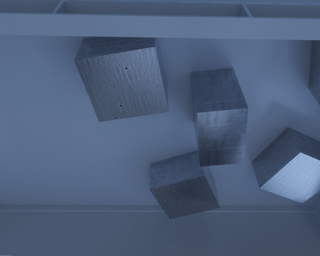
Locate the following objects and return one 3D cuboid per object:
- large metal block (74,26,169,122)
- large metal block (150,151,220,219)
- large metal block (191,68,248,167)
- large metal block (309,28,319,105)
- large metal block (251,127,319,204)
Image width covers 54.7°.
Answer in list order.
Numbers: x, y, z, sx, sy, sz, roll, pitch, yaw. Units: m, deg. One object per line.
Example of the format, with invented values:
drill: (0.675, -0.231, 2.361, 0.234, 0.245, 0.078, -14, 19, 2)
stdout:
large metal block: (-0.037, -0.058, 0.343, 0.080, 0.050, 0.080, -8, 130, 6)
large metal block: (0.038, 0.087, 0.467, 0.080, 0.050, 0.080, -17, 128, 13)
large metal block: (0.067, -0.013, 0.363, 0.050, 0.080, 0.080, -5, 130, 4)
large metal block: (0.215, -0.069, 0.337, 0.080, 0.050, 0.080, -11, 130, 9)
large metal block: (0.194, 0.055, 0.443, 0.080, 0.050, 0.080, 21, 127, -18)
